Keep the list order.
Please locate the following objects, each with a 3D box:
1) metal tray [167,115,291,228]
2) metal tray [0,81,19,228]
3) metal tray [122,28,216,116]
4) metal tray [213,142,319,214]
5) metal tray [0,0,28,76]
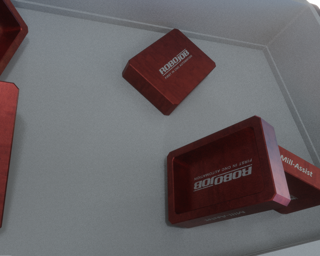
[{"bbox_3d":[0.066,0.052,0.340,0.030,0.130,0.090,28,49,-38],"label":"metal tray"},{"bbox_3d":[-0.176,0.021,0.262,0.091,0.030,0.129,7,83,-25],"label":"metal tray"},{"bbox_3d":[0.018,-0.088,0.466,0.090,0.030,0.131,43,51,1],"label":"metal tray"},{"bbox_3d":[0.142,0.063,0.400,0.131,0.090,0.030,28,56,-11],"label":"metal tray"},{"bbox_3d":[-0.196,-0.096,0.317,0.030,0.090,0.130,-1,53,16],"label":"metal tray"}]
